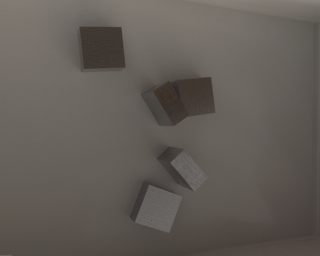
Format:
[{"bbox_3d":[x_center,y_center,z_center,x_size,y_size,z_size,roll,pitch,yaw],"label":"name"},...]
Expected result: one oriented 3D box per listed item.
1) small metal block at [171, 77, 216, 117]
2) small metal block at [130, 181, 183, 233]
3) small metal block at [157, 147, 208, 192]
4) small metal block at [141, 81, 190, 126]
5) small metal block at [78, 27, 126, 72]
[{"bbox_3d":[0.046,-0.042,0.429,0.050,0.025,0.050,-9,93,-20],"label":"small metal block"},{"bbox_3d":[-0.005,0.104,0.410,0.050,0.025,0.050,24,82,-19],"label":"small metal block"},{"bbox_3d":[0.028,0.053,0.409,0.025,0.050,0.050,-43,104,-15],"label":"small metal block"},{"bbox_3d":[0.006,-0.030,0.400,0.025,0.050,0.050,-35,102,-17],"label":"small metal block"},{"bbox_3d":[-0.073,-0.097,0.384,0.050,0.025,0.050,-6,92,-20],"label":"small metal block"}]
